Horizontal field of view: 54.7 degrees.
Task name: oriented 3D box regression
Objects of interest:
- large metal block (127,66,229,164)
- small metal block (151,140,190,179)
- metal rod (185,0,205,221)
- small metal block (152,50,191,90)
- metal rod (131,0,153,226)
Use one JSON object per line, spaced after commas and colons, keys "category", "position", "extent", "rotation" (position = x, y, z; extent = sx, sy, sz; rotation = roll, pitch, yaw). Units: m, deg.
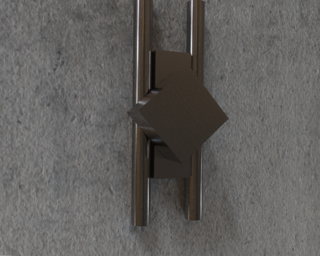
{"category": "large metal block", "position": [0.021, -0.015, 0.377], "extent": [0.080, 0.050, 0.080], "rotation": [-43, 104, -15]}
{"category": "small metal block", "position": [0.012, 0.041, 0.415], "extent": [0.050, 0.025, 0.050], "rotation": [1, 90, -21]}
{"category": "metal rod", "position": [0.048, -0.024, 0.430], "extent": [0.025, 0.025, 0.298], "rotation": [1, 90, -20]}
{"category": "small metal block", "position": [0.013, -0.075, 0.415], "extent": [0.050, 0.025, 0.050], "rotation": [1, 90, -21]}
{"category": "metal rod", "position": [-0.023, -0.025, 0.403], "extent": [0.025, 0.025, 0.298], "rotation": [1, 90, -20]}
